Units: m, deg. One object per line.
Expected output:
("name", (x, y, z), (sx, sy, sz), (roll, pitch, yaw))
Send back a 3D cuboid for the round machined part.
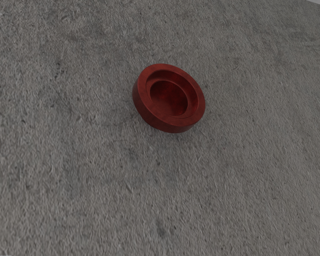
("round machined part", (0.009, -0.035, 0.419), (0.099, 0.042, 0.098), (13, 56, -21))
